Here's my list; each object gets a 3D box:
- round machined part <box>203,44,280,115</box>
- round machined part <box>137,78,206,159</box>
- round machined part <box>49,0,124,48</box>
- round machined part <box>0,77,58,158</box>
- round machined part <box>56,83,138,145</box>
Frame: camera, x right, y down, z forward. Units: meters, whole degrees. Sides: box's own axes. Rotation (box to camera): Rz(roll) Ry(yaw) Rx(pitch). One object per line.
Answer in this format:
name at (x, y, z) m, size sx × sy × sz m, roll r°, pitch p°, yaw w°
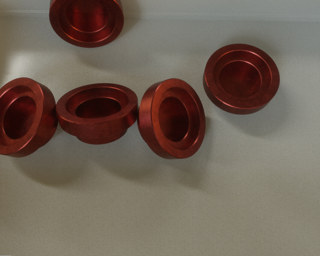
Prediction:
round machined part at (0.108, -0.063, 0.425) m, size 0.099 × 0.042 × 0.098 m, roll 0°, pitch 70°, yaw -1°
round machined part at (0.010, -0.009, 0.386) m, size 0.099 × 0.042 × 0.097 m, roll 9°, pitch 77°, yaw -44°
round machined part at (-0.101, -0.162, 0.431) m, size 0.099 × 0.098 × 0.042 m, roll -8°, pitch 58°, yaw -3°
round machined part at (-0.169, -0.011, 0.390) m, size 0.098 × 0.042 × 0.098 m, roll -7°, pitch 72°, yaw 23°
round machined part at (-0.076, -0.016, 0.389) m, size 0.099 × 0.042 × 0.098 m, roll -1°, pitch 35°, yaw 1°
